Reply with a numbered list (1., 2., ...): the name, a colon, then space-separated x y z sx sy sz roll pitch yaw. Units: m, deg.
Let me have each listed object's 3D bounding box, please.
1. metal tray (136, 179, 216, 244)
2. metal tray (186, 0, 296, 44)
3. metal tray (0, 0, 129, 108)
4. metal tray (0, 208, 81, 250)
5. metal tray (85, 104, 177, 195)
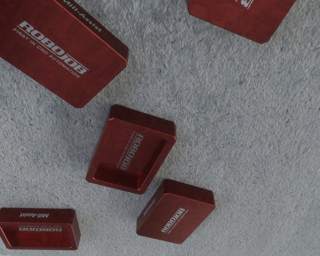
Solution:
1. metal tray: 0.024 0.146 0.529 0.091 0.030 0.129 18 128 -15
2. metal tray: 0.090 -0.151 0.276 0.091 0.030 0.129 17 128 -15
3. metal tray: -0.110 -0.088 0.327 0.090 0.030 0.130 -37 121 27
4. metal tray: -0.216 0.183 0.557 0.131 0.030 0.089 2 130 -2
5. metal tray: -0.043 0.036 0.433 0.091 0.030 0.129 17 128 -15
